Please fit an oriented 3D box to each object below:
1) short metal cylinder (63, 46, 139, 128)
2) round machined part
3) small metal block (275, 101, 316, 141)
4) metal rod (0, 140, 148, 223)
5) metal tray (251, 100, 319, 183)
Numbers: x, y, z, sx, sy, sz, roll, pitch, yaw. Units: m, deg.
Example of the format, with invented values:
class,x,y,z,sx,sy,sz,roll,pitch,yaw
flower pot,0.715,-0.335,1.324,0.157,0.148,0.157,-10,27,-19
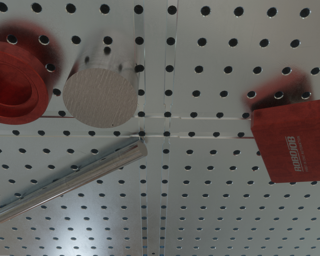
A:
class,x,y,z,sx,sy,sz,roll,pitch,yaw
short metal cylinder,-0.065,-0.046,0.355,0.081,0.050,0.079,0,130,0
round machined part,-0.172,-0.054,0.352,0.099,0.042,0.097,-1,130,0
small metal block,0.180,-0.002,0.413,0.050,0.025,0.050,20,127,-17
metal rod,-0.151,0.091,0.486,0.300,0.025,0.025,-26,126,20
metal tray,0.183,0.024,0.413,0.090,0.030,0.130,-9,134,28
